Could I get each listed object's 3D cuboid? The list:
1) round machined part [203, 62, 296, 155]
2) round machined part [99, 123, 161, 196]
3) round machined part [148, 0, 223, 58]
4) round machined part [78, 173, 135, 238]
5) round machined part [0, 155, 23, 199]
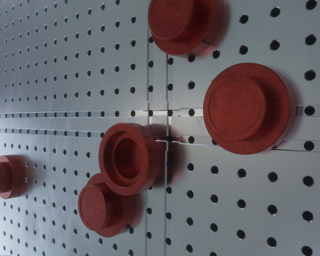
[{"bbox_3d":[0.087,-0.020,0.327,0.098,0.042,0.097,0,90,40],"label":"round machined part"},{"bbox_3d":[-0.038,0.042,0.430,0.098,0.042,0.097,0,90,40],"label":"round machined part"},{"bbox_3d":[0.024,-0.138,0.380,0.098,0.042,0.097,0,90,40],"label":"round machined part"},{"bbox_3d":[-0.088,0.118,0.472,0.098,0.042,0.097,0,90,40],"label":"round machined part"},{"bbox_3d":[-0.350,0.110,0.690,0.098,0.042,0.097,0,90,40],"label":"round machined part"}]
